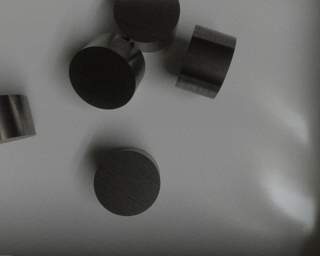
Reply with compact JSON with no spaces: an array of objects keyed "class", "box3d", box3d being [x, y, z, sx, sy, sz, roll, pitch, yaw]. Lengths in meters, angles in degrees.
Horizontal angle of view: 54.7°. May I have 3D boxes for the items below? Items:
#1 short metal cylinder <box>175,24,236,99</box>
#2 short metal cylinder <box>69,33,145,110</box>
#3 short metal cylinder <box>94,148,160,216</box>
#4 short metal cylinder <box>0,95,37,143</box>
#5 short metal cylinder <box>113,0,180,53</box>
[{"class":"short metal cylinder","box3d":[0.055,-0.081,0.385,0.050,0.080,0.080,18,90,0]},{"class":"short metal cylinder","box3d":[-0.063,-0.069,0.380,0.080,0.050,0.079,6,124,9]},{"class":"short metal cylinder","box3d":[-0.040,0.067,0.398,0.081,0.050,0.079,0,90,-1]},{"class":"short metal cylinder","box3d":[-0.200,-0.007,0.381,0.080,0.080,0.050,-13,90,0]},{"class":"short metal cylinder","box3d":[-0.016,-0.143,0.399,0.081,0.050,0.079,0,90,-1]}]
